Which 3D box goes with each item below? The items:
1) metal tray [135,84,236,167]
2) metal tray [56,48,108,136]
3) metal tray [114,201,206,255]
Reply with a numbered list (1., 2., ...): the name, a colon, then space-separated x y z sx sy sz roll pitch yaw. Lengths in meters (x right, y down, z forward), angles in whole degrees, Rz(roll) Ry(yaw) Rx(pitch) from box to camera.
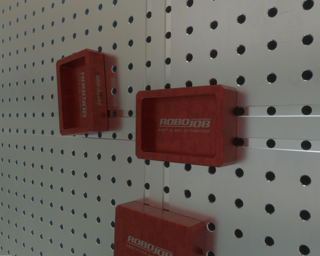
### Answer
1. metal tray: 0.027 -0.003 0.381 0.130 0.030 0.089 1 91 39
2. metal tray: -0.130 -0.055 0.510 0.090 0.030 0.129 -7 86 39
3. metal tray: -0.005 0.156 0.409 0.130 0.030 0.089 4 93 39
